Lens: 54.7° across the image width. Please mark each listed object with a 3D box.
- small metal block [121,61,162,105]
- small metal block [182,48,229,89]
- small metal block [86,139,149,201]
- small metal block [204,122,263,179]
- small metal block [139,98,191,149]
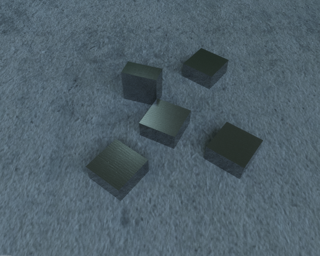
[{"bbox_3d":[-0.025,-0.062,0.439,0.050,0.050,0.025,14,52,11],"label":"small metal block"},{"bbox_3d":[0.071,-0.093,0.483,0.050,0.025,0.050,31,56,23],"label":"small metal block"},{"bbox_3d":[-0.049,0.048,0.362,0.050,0.025,0.050,31,56,23],"label":"small metal block"},{"bbox_3d":[0.090,0.027,0.382,0.050,0.025,0.050,30,56,22],"label":"small metal block"},{"bbox_3d":[0.007,-0.007,0.409,0.050,0.025,0.050,21,53,16],"label":"small metal block"}]
